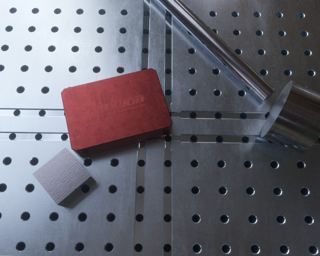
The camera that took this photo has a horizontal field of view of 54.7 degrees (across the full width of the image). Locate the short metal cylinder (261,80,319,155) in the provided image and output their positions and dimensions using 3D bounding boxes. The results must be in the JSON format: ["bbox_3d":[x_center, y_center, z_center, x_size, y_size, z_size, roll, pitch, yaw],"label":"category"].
[{"bbox_3d":[0.170,-0.013,0.389,0.050,0.080,0.080,26,72,9],"label":"short metal cylinder"}]

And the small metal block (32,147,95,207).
[{"bbox_3d":[-0.120,0.061,0.388,0.050,0.025,0.050,-41,75,-14],"label":"small metal block"}]

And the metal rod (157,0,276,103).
[{"bbox_3d":[0.055,-0.152,0.468,0.025,0.025,0.300,-38,75,-13],"label":"metal rod"}]

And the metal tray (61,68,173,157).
[{"bbox_3d":[-0.058,-0.022,0.416,0.131,0.030,0.090,-15,71,-6],"label":"metal tray"}]
